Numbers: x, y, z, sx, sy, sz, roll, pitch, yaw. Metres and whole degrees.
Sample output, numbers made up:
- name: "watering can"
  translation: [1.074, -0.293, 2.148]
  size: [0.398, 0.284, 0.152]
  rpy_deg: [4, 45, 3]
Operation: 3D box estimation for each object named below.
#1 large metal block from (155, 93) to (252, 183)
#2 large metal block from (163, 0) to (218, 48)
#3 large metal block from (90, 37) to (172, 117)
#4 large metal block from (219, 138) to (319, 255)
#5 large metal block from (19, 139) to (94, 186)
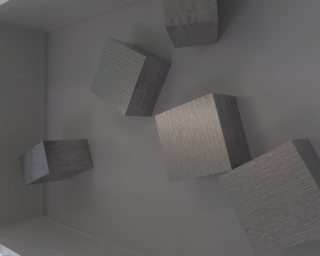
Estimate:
- name: "large metal block"
  translation: [0.048, 0.013, 0.351]
  size: [0.080, 0.050, 0.080]
  rpy_deg: [-20, 77, 38]
- name: "large metal block"
  translation: [0.033, -0.138, 0.333]
  size: [0.050, 0.080, 0.080]
  rpy_deg: [-5, 89, 9]
- name: "large metal block"
  translation: [-0.042, -0.069, 0.425]
  size: [0.080, 0.050, 0.079]
  rpy_deg: [34, 111, 34]
- name: "large metal block"
  translation: [0.117, 0.064, 0.294]
  size: [0.080, 0.050, 0.080]
  rpy_deg: [-36, 68, 34]
- name: "large metal block"
  translation: [-0.171, 0.056, 0.513]
  size: [0.080, 0.081, 0.050]
  rpy_deg: [-26, 74, 37]
